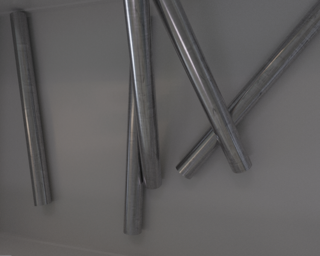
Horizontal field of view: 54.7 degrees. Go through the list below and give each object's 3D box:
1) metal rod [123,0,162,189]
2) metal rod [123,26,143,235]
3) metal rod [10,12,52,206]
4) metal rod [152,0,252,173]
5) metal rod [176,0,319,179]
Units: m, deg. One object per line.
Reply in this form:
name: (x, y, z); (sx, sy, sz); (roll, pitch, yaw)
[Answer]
metal rod: (-0.018, -0.052, 0.338); (0.025, 0.025, 0.298); (9, 124, 20)
metal rod: (-0.032, -0.007, 0.421); (0.025, 0.025, 0.298); (2, 91, 20)
metal rod: (-0.201, -0.031, 0.481); (0.025, 0.025, 0.298); (-10, 87, 20)
metal rod: (0.032, -0.079, 0.327); (0.025, 0.025, 0.299); (-22, 108, 19)
metal rod: (0.122, -0.056, 0.367); (0.025, 0.025, 0.299); (42, 103, 15)
